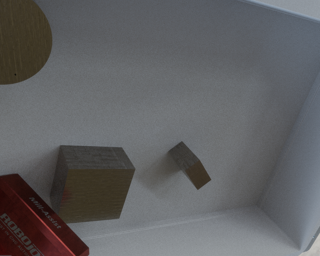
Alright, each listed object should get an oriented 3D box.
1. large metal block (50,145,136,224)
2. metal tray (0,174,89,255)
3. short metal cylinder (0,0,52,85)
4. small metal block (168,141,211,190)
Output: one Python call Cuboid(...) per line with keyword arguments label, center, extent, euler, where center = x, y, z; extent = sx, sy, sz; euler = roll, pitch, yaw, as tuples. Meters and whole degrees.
Cuboid(label="large metal block", center=(-0.087, 0.070, 0.390), extent=(0.081, 0.050, 0.079), euler=(5, 116, -31))
Cuboid(label="metal tray", center=(-0.155, 0.126, 0.342), extent=(0.090, 0.130, 0.030), euler=(-49, 170, 6))
Cuboid(label="short metal cylinder", center=(-0.138, -0.084, 0.265), extent=(0.081, 0.050, 0.079), euler=(-14, 125, -21))
Cuboid(label="small metal block", center=(0.044, 0.055, 0.452), extent=(0.025, 0.050, 0.050), euler=(-37, 130, -4))
